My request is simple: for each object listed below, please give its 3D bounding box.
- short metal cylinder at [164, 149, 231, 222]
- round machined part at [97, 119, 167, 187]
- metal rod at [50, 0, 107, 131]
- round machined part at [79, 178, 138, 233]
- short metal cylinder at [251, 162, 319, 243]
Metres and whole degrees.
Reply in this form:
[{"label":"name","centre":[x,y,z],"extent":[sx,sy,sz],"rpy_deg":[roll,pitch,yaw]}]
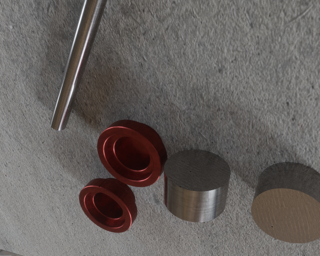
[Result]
[{"label":"short metal cylinder","centre":[0.045,0.071,0.390],"extent":[0.080,0.080,0.050],"rpy_deg":[13,124,20]},{"label":"round machined part","centre":[-0.034,0.031,0.432],"extent":[0.098,0.042,0.097],"rpy_deg":[13,124,20]},{"label":"metal rod","centre":[-0.099,-0.105,0.392],"extent":[0.025,0.025,0.298],"rpy_deg":[35,129,4]},{"label":"round machined part","centre":[-0.080,0.122,0.511],"extent":[0.098,0.042,0.097],"rpy_deg":[13,124,20]},{"label":"short metal cylinder","centre":[0.153,0.087,0.364],"extent":[0.080,0.050,0.079],"rpy_deg":[13,124,20]}]
